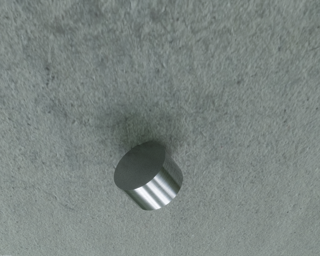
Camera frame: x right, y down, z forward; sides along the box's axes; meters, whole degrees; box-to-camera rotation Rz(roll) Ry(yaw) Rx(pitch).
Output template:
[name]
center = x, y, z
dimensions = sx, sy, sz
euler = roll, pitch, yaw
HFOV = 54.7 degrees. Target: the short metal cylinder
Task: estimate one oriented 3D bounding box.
[short metal cylinder]
center = -0.016, 0.065, 0.427
dimensions = 0.080, 0.080, 0.050
euler = -23, 127, 18
